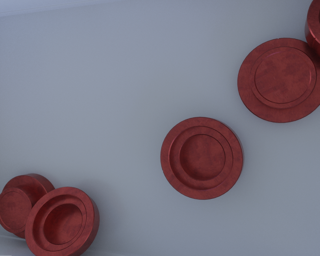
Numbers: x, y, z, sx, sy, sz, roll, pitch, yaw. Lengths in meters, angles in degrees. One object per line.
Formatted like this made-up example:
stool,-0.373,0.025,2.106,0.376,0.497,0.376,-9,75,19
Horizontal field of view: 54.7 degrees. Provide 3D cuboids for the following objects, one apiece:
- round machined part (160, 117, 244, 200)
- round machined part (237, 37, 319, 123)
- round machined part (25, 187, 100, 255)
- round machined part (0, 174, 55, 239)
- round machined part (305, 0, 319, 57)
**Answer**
round machined part,0.053,0.035,0.382,0.098,0.042,0.097,0,90,19
round machined part,0.138,-0.055,0.353,0.098,0.042,0.097,0,90,19
round machined part,-0.131,0.135,0.431,0.098,0.042,0.098,-6,57,9
round machined part,-0.208,0.121,0.473,0.098,0.042,0.097,0,90,19
round machined part,0.203,-0.103,0.319,0.098,0.042,0.098,-6,68,15
